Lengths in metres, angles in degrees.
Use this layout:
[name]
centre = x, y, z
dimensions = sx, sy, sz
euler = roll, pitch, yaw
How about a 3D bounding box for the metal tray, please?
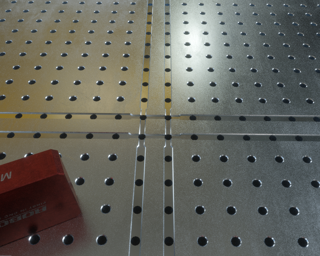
[metal tray]
centre = -0.151, 0.077, 0.299
dimensions = 0.131, 0.089, 0.030
euler = -19, 53, -16
